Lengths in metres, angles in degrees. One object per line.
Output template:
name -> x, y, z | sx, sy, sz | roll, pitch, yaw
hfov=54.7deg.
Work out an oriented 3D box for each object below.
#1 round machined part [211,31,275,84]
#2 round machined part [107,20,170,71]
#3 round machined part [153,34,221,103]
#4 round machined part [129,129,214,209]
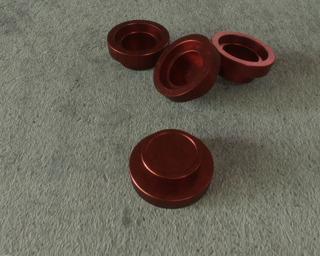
round machined part -> 0.119, -0.104, 0.472 | 0.099, 0.042, 0.098 | 8, 43, -8
round machined part -> -0.034, -0.130, 0.501 | 0.099, 0.042, 0.098 | 0, 50, 0
round machined part -> 0.042, -0.080, 0.439 | 0.098, 0.042, 0.098 | -18, 57, 32
round machined part -> 0.013, 0.039, 0.359 | 0.099, 0.042, 0.098 | 0, 50, 0
